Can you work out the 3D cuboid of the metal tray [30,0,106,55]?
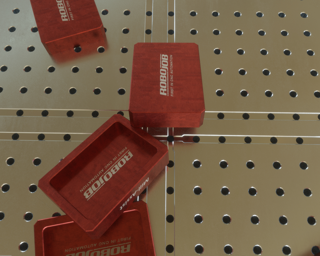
[{"bbox_3d":[-0.146,-0.184,0.476,0.090,0.030,0.130,-19,71,-7],"label":"metal tray"}]

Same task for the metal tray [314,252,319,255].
[{"bbox_3d":[0.243,0.166,0.350,0.131,0.030,0.090,-25,72,-9],"label":"metal tray"}]

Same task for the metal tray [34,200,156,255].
[{"bbox_3d":[-0.072,0.141,0.357,0.131,0.030,0.090,-10,70,-4],"label":"metal tray"}]

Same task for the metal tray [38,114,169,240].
[{"bbox_3d":[-0.063,0.051,0.368,0.090,0.030,0.130,33,63,24],"label":"metal tray"}]

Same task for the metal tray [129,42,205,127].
[{"bbox_3d":[0.009,-0.061,0.412,0.090,0.030,0.130,0,53,0],"label":"metal tray"}]
